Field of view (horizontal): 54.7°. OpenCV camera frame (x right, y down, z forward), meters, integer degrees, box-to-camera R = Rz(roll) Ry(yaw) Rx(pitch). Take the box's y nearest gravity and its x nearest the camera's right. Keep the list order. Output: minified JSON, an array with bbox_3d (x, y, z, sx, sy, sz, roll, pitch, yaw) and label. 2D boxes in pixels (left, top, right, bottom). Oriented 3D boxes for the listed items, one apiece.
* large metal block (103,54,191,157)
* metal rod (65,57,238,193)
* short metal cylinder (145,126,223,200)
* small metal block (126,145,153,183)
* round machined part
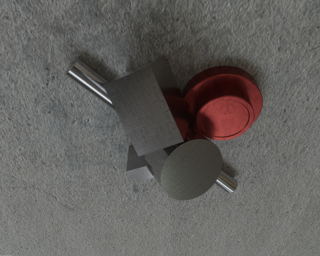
[{"bbox_3d":[-0.008,-0.028,0.335,0.050,0.080,0.080,-20,106,17],"label":"large metal block"},{"bbox_3d":[0.006,0.010,0.418,0.025,0.025,0.301,-37,122,27],"label":"metal rod"},{"bbox_3d":[0.028,0.040,0.378,0.081,0.050,0.079,-10,115,-21],"label":"short metal cylinder"},{"bbox_3d":[-0.017,0.043,0.430,0.050,0.050,0.025,-17,128,13],"label":"small metal block"},{"bbox_3d":[0.076,-0.023,0.378,0.099,0.042,0.097,-1,130,0],"label":"round machined part"}]
